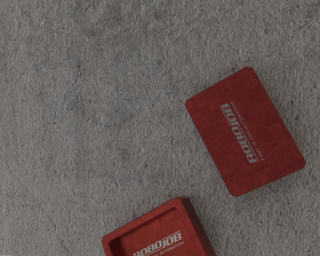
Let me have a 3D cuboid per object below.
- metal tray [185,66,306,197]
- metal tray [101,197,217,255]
[{"bbox_3d":[0.099,0.005,0.371,0.090,0.030,0.130,-29,81,17],"label":"metal tray"},{"bbox_3d":[-0.004,0.156,0.398,0.130,0.030,0.090,-32,68,17],"label":"metal tray"}]
